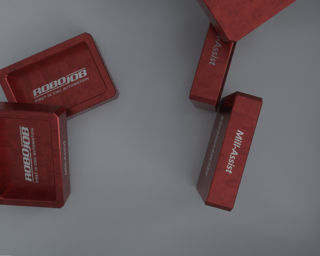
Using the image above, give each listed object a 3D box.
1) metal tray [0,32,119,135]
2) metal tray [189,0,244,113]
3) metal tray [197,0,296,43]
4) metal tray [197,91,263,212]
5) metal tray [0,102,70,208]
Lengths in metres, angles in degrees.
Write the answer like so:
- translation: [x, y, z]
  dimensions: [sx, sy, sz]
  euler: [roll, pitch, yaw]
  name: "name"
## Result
- translation: [-0.132, -0.057, 0.407]
  dimensions: [0.131, 0.030, 0.090]
  euler: [-24, 90, 0]
  name: "metal tray"
- translation: [0.071, -0.088, 0.377]
  dimensions: [0.030, 0.090, 0.129]
  euler: [16, 90, 11]
  name: "metal tray"
- translation: [0.097, -0.156, 0.298]
  dimensions: [0.130, 0.030, 0.090]
  euler: [-34, 102, 8]
  name: "metal tray"
- translation: [0.081, 0.025, 0.379]
  dimensions: [0.030, 0.090, 0.129]
  euler: [16, 90, 0]
  name: "metal tray"
- translation: [-0.163, 0.035, 0.384]
  dimensions: [0.091, 0.030, 0.129]
  euler: [4, 111, 0]
  name: "metal tray"
